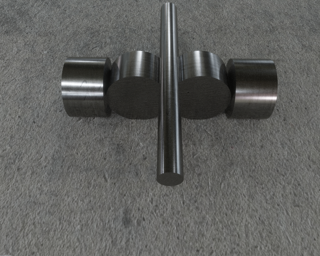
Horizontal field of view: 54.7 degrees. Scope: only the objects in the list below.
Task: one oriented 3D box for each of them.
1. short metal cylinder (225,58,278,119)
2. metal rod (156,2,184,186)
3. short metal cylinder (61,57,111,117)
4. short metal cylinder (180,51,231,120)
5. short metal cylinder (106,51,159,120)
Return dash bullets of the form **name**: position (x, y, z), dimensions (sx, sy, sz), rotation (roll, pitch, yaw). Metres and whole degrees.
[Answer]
- **short metal cylinder**: position (0.117, -0.052, 0.414), dimensions (0.050, 0.080, 0.080), rotation (1, 50, 0)
- **metal rod**: position (0.012, -0.067, 0.381), dimensions (0.025, 0.025, 0.300), rotation (1, 50, 0)
- **short metal cylinder**: position (-0.094, -0.054, 0.414), dimensions (0.050, 0.080, 0.080), rotation (1, 50, 0)
- **short metal cylinder**: position (0.051, -0.056, 0.416), dimensions (0.080, 0.080, 0.050), rotation (1, 50, 0)
- **short metal cylinder**: position (-0.029, -0.055, 0.416), dimensions (0.080, 0.080, 0.050), rotation (1, 50, 0)
